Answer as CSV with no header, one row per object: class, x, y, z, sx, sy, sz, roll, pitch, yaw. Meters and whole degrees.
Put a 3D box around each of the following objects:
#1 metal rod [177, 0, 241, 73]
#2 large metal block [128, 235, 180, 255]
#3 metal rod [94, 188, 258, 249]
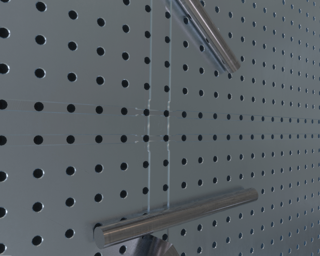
metal rod,0.032,-0.191,0.435,0.300,0.025,0.025,45,63,-31
large metal block,-0.010,0.195,0.386,0.080,0.050,0.080,-41,115,-32
metal rod,0.047,0.121,0.449,0.302,0.025,0.025,-2,91,-40
